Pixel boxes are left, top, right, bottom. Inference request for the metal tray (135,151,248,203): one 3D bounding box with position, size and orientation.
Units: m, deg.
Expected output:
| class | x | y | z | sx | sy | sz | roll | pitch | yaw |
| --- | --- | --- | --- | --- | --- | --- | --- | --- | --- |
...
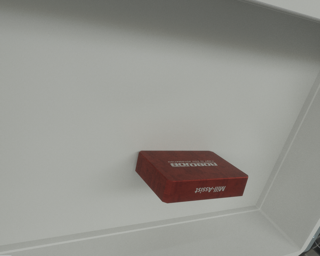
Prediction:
| class | x | y | z | sx | sy | sz | roll | pitch | yaw |
| --- | --- | --- | --- | --- | --- | --- | --- | --- | --- |
| metal tray | 0.043 | 0.063 | 0.428 | 0.131 | 0.090 | 0.030 | 3 | 108 | -30 |
